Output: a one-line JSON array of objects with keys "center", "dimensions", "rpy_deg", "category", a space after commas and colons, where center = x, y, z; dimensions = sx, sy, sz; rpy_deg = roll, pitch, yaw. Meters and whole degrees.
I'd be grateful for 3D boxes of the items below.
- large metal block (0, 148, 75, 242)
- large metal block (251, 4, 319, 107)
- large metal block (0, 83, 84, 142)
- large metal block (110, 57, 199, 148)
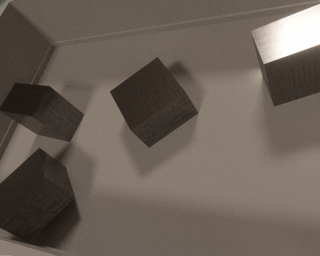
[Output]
[{"center": [-0.166, 0.085, 0.408], "dimensions": [0.080, 0.050, 0.080], "rpy_deg": [-43, 33, -2], "category": "large metal block"}, {"center": [0.153, -0.077, 0.337], "dimensions": [0.080, 0.080, 0.050], "rpy_deg": [-18, 55, 17], "category": "large metal block"}, {"center": [-0.181, -0.024, 0.477], "dimensions": [0.080, 0.080, 0.050], "rpy_deg": [9, 66, 32], "category": "large metal block"}, {"center": [-0.009, -0.035, 0.414], "dimensions": [0.080, 0.050, 0.080], "rpy_deg": [-35, 51, 4], "category": "large metal block"}]
